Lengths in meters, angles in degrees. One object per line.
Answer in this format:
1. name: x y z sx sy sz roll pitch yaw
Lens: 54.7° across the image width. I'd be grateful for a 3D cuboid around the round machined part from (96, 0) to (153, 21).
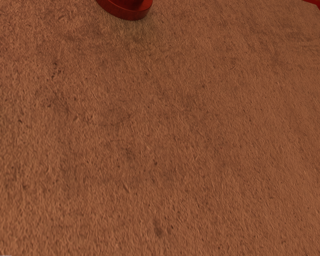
1. round machined part: -0.056 -0.226 0.502 0.099 0.042 0.098 14 56 -21
